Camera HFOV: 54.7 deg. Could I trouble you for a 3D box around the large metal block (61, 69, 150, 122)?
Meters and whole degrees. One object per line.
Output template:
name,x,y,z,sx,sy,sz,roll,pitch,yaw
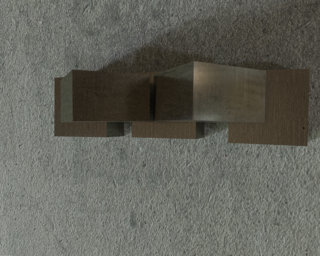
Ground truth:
large metal block,-0.065,-0.032,0.349,0.081,0.080,0.050,-1,91,-26

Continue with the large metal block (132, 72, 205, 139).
large metal block,0.012,-0.028,0.392,0.080,0.050,0.079,1,90,19

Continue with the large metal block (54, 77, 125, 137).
large metal block,-0.097,-0.028,0.430,0.080,0.050,0.079,0,90,19

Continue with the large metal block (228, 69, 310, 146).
large metal block,0.123,-0.022,0.354,0.080,0.050,0.079,2,91,19

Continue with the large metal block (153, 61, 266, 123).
large metal block,0.047,-0.031,0.313,0.080,0.081,0.050,2,90,64
